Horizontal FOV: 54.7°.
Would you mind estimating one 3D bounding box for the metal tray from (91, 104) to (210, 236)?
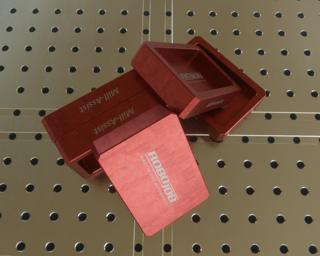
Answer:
[{"bbox_3d":[-0.006,0.050,0.344,0.090,0.129,0.030,-31,32,-11],"label":"metal tray"}]

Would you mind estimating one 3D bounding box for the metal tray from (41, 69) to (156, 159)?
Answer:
[{"bbox_3d":[-0.066,-0.016,0.382,0.131,0.090,0.030,-31,73,-11],"label":"metal tray"}]

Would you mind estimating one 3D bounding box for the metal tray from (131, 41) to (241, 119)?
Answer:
[{"bbox_3d":[0.037,-0.062,0.375,0.090,0.030,0.131,49,32,15],"label":"metal tray"}]

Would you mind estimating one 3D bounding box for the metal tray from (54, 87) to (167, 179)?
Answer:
[{"bbox_3d":[-0.049,0.008,0.372,0.131,0.090,0.030,-31,73,-11],"label":"metal tray"}]

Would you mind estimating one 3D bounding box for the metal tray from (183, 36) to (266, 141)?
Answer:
[{"bbox_3d":[0.066,-0.056,0.429,0.090,0.030,0.130,-42,76,-14],"label":"metal tray"}]
